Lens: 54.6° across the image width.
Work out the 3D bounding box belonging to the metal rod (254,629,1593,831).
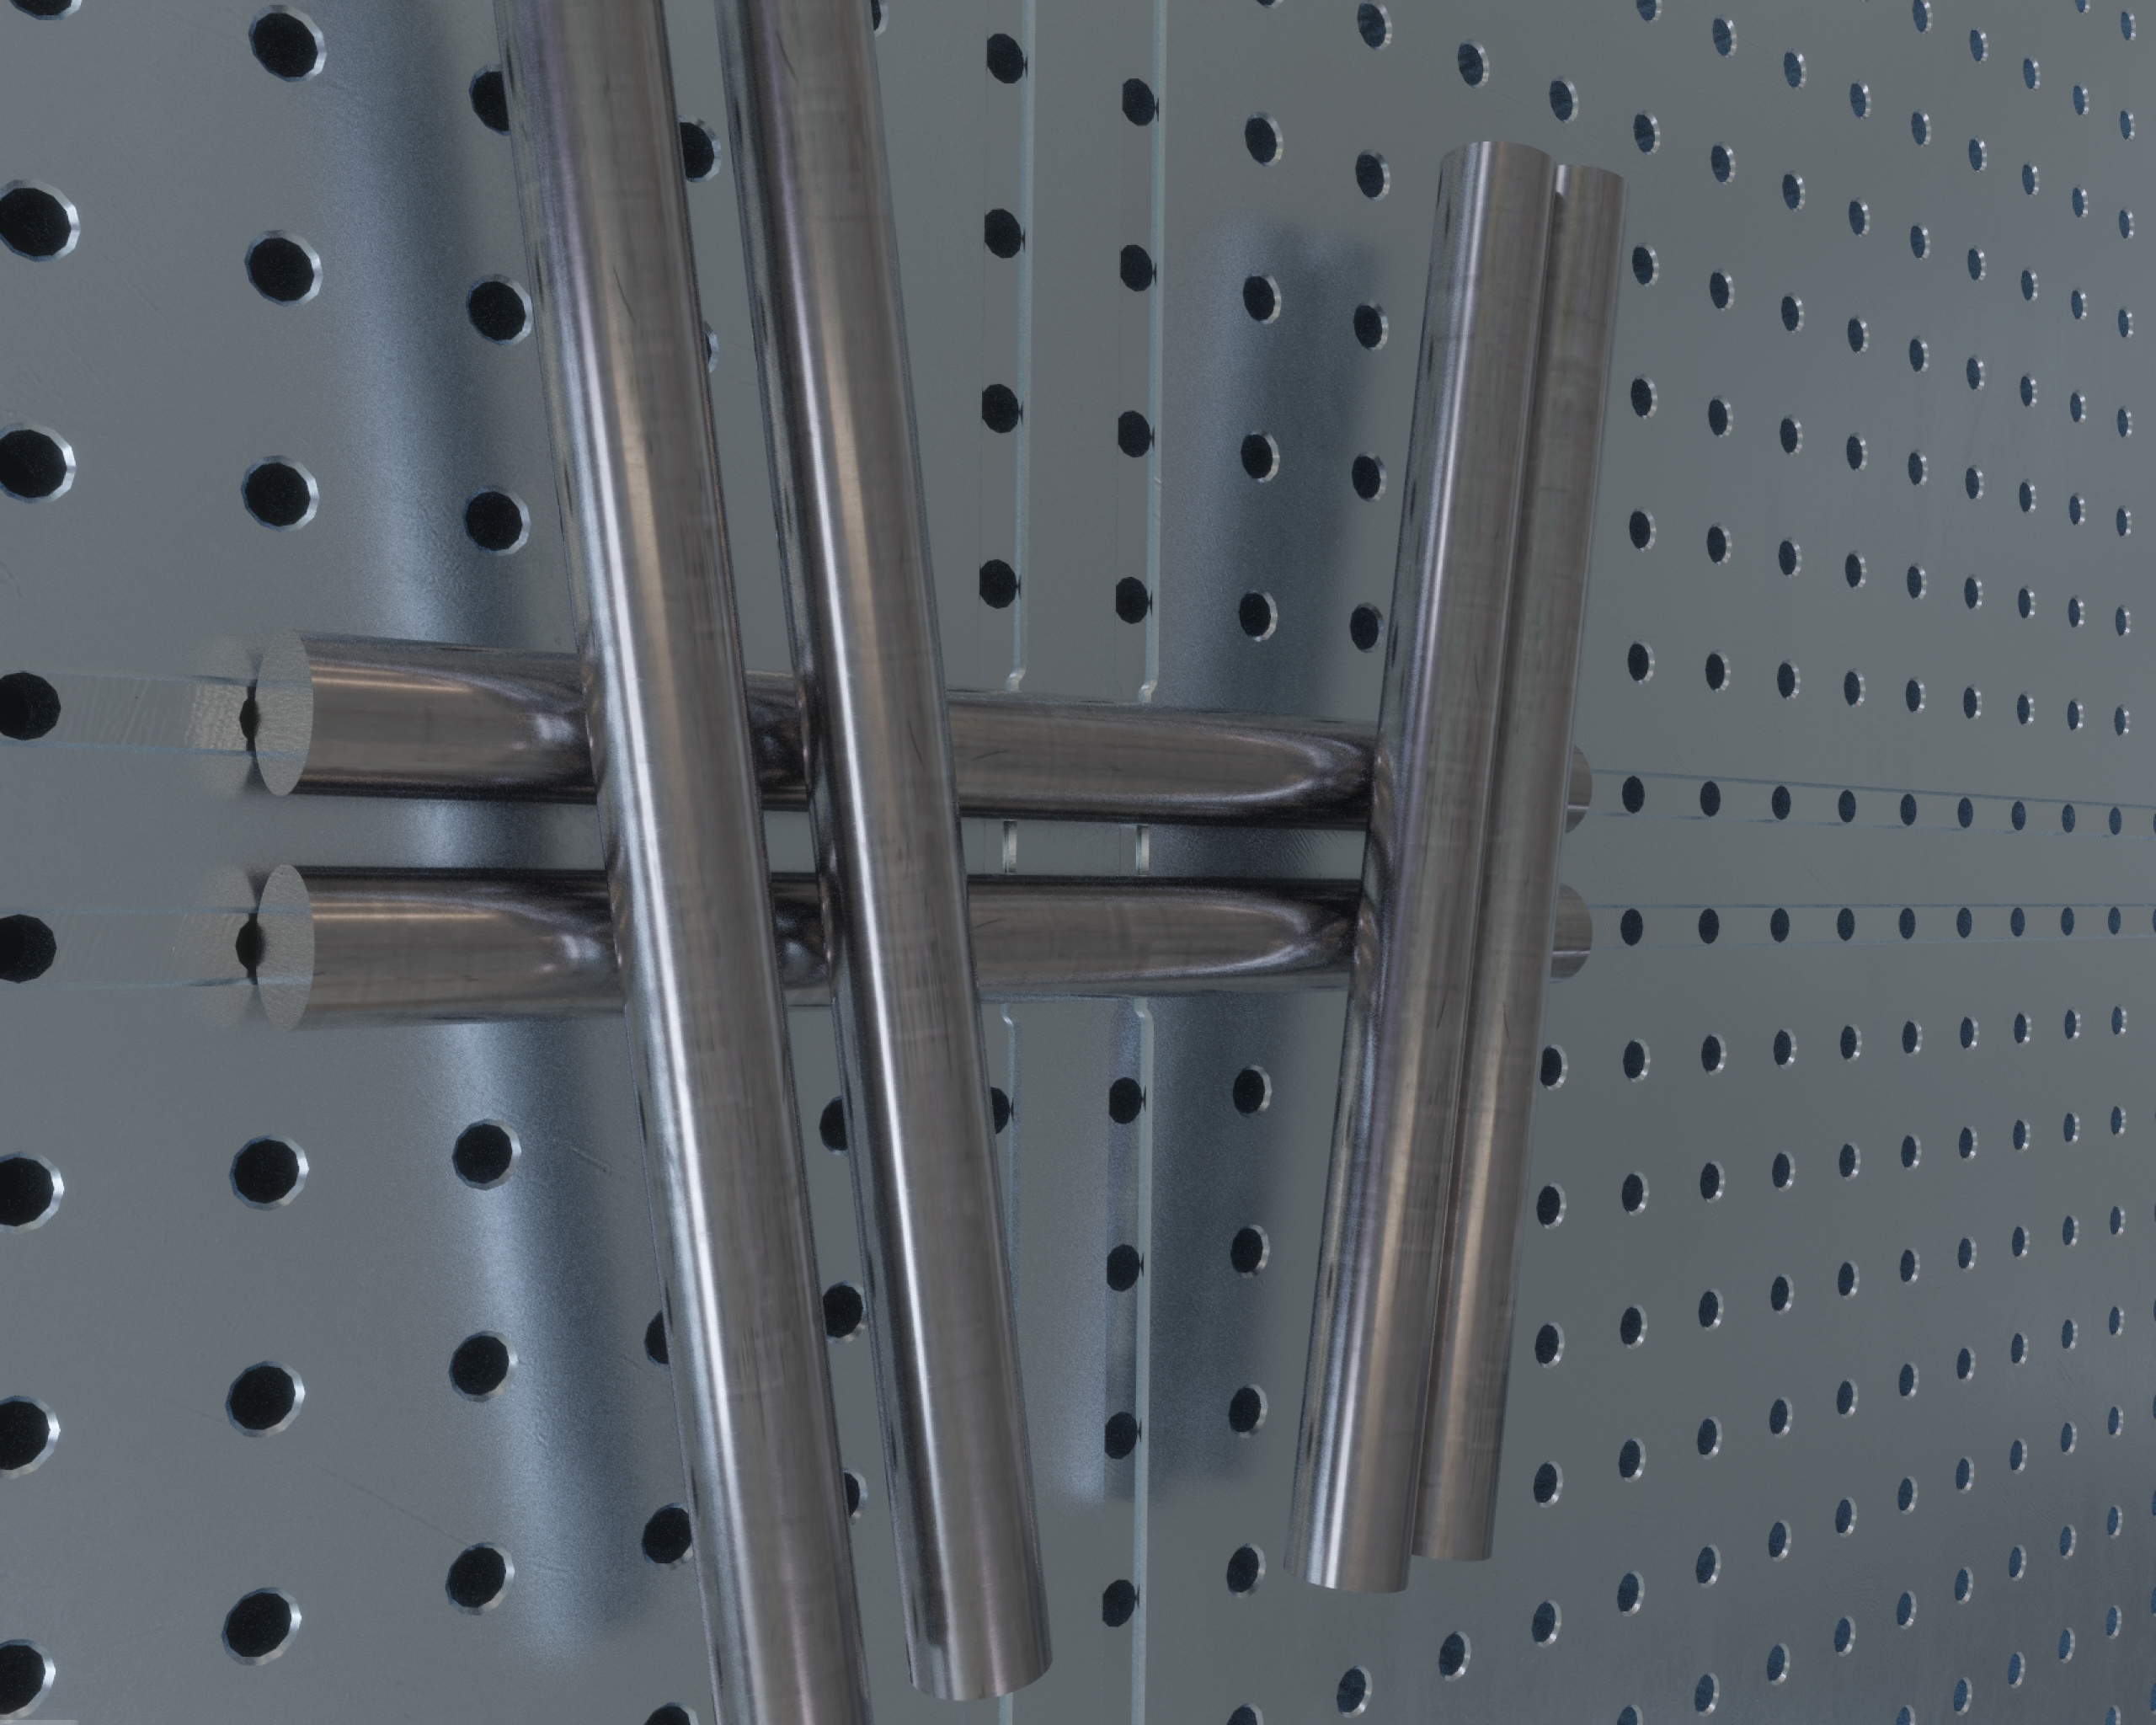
[{"bbox_3d":[-0.002,-0.020,0.407,0.302,0.025,0.025,1,90,-40],"label":"metal rod"}]

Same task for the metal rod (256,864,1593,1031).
[{"bbox_3d":[-0.002,0.015,0.407,0.302,0.025,0.025,1,90,-40],"label":"metal rod"}]

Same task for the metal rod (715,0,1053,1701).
[{"bbox_3d":[-0.032,-0.008,0.349,0.025,0.025,0.298,-10,97,-39],"label":"metal rod"}]

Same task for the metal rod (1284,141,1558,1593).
[{"bbox_3d":[0.073,-0.003,0.437,0.025,0.025,0.299,12,83,-39],"label":"metal rod"}]

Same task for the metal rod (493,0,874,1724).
[{"bbox_3d":[-0.061,-0.006,0.325,0.025,0.025,0.298,-11,97,-39],"label":"metal rod"}]

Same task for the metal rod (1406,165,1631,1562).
[{"bbox_3d":[0.093,-0.004,0.454,0.025,0.025,0.299,12,83,-39],"label":"metal rod"}]
